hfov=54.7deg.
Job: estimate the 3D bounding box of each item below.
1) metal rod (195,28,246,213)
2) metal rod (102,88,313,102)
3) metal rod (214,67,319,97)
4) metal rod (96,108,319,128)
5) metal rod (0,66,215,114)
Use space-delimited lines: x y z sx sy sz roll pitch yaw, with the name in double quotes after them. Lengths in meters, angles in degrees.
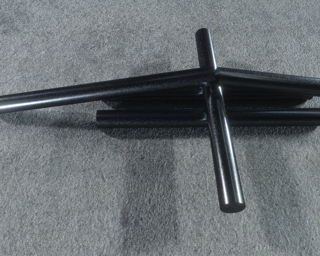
0.071 -0.036 0.403 0.025 0.025 0.300 0 50 -1 "metal rod"
0.068 -0.052 0.448 0.302 0.025 0.025 -1 50 -1 "metal rod"
0.221 -0.055 0.421 0.302 0.025 0.025 4 50 -10 "metal rod"
0.068 -0.013 0.416 0.302 0.025 0.025 -1 50 -1 "metal rod"
-0.080 -0.049 0.412 0.302 0.025 0.025 -7 50 6 "metal rod"
